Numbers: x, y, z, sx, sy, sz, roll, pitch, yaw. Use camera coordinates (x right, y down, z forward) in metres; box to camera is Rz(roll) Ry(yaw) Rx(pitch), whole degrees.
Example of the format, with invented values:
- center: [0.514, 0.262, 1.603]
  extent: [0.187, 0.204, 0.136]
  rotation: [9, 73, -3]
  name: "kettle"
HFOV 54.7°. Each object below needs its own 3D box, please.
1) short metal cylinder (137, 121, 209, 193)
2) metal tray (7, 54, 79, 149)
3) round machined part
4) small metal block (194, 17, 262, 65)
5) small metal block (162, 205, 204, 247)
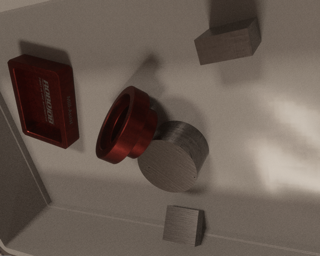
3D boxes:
- center: [0.018, 0.037, 0.405]
  extent: [0.080, 0.050, 0.079]
  rotation: [13, 124, 20]
  name: "short metal cylinder"
- center: [-0.174, -0.038, 0.470]
  extent: [0.090, 0.030, 0.129]
  rotation: [16, 125, 18]
  name: "metal tray"
- center: [-0.039, 0.000, 0.388]
  extent: [0.042, 0.098, 0.098]
  rotation: [26, 133, -23]
  name: "round machined part"
- center: [0.068, -0.085, 0.303]
  extent: [0.050, 0.050, 0.025]
  rotation: [-5, 116, 30]
  name: "small metal block"
- center: [0.035, 0.145, 0.461]
  extent: [0.050, 0.025, 0.050]
  rotation: [3, 77, 26]
  name: "small metal block"
